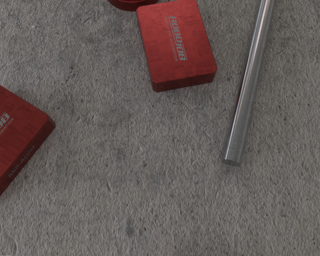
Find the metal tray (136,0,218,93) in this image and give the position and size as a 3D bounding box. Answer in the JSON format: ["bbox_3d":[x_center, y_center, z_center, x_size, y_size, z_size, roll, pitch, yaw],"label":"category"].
[{"bbox_3d":[0.022,-0.122,0.450,0.091,0.030,0.130,-11,70,-4],"label":"metal tray"}]

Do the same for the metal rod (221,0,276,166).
[{"bbox_3d":[0.133,-0.090,0.442,0.025,0.025,0.299,16,71,5],"label":"metal rod"}]

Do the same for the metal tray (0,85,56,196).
[{"bbox_3d":[-0.212,0.019,0.397,0.090,0.030,0.130,31,73,10],"label":"metal tray"}]

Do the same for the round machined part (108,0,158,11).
[{"bbox_3d":[-0.043,-0.237,0.485,0.099,0.042,0.098,0,70,0],"label":"round machined part"}]
